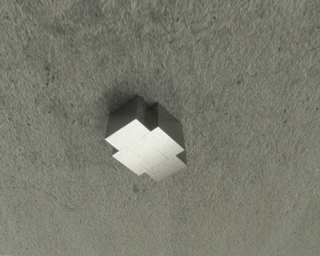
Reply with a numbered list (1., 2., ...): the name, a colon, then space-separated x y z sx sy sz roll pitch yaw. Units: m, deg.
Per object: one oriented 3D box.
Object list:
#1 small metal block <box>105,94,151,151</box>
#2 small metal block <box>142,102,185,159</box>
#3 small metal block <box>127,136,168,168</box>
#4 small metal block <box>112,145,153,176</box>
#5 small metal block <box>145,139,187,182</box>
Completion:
1. small metal block: -0.039 -0.007 0.385 0.050 0.050 0.025 -32 124 24
2. small metal block: 0.005 0.003 0.394 0.025 0.050 0.050 -33 123 25
3. small metal block: -0.015 0.015 0.404 0.025 0.050 0.050 -32 123 24
4. small metal block: -0.035 0.027 0.414 0.025 0.050 0.050 -32 123 24
5. small metal block: 0.008 0.038 0.424 0.050 0.050 0.025 -32 124 24
